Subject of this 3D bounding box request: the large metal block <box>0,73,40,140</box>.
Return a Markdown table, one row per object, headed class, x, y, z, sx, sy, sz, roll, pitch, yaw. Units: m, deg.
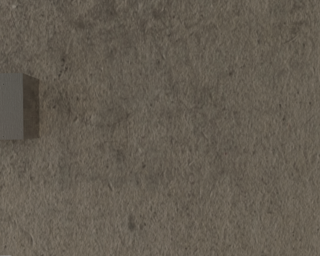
| class | x | y | z | sx | sy | sz | roll | pitch | yaw |
| --- | --- | --- | --- | --- | --- | --- | --- | --- | --- |
| large metal block | -0.204 | -0.026 | 0.395 | 0.081 | 0.050 | 0.079 | -1 | 90 | -1 |
